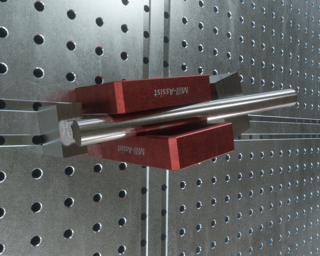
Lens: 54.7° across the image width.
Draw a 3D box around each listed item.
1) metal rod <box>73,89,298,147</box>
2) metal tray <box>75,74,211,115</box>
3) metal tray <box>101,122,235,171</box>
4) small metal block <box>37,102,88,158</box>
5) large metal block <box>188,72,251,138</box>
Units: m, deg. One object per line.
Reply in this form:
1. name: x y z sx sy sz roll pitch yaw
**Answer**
1. metal rod: 0.053 -0.019 0.357 0.303 0.025 0.025 -11 97 -30
2. metal tray: -0.017 -0.039 0.353 0.131 0.090 0.030 -12 99 -40
3. metal tray: 0.004 0.015 0.346 0.091 0.130 0.030 -13 99 -40
4. small metal block: -0.099 0.001 0.311 0.025 0.050 0.050 -11 97 -40
5. large metal block: 0.070 -0.028 0.433 0.050 0.080 0.080 -29 108 -37
